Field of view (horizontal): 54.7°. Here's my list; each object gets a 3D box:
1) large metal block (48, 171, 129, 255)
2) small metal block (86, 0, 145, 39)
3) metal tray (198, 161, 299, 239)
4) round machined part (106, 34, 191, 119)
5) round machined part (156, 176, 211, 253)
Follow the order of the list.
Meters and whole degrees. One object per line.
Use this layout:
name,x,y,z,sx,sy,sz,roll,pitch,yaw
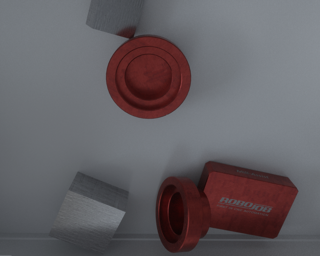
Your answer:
large metal block,-0.099,0.121,0.441,0.080,0.050,0.080,24,108,-9
small metal block,-0.051,-0.133,0.350,0.050,0.025,0.050,6,113,-34
metal tray,0.118,0.105,0.447,0.131,0.030,0.089,12,110,-7
round machined part,-0.013,-0.064,0.377,0.099,0.042,0.097,-1,112,-2
round machined part,0.033,0.115,0.419,0.042,0.098,0.097,6,111,-24
